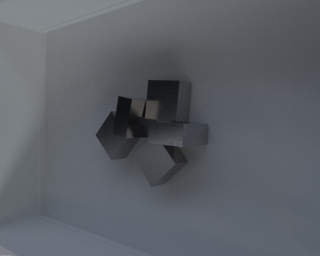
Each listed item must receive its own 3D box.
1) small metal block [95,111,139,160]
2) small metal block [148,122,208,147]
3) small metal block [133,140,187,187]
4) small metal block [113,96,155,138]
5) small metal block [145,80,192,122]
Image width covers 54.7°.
[{"bbox_3d":[-0.062,0.011,0.453,0.050,0.025,0.050,-52,60,27],"label":"small metal block"},{"bbox_3d":[0.022,0.007,0.368,0.050,0.050,0.025,4,93,39],"label":"small metal block"},{"bbox_3d":[-0.001,0.040,0.403,0.050,0.025,0.050,-48,62,29],"label":"small metal block"},{"bbox_3d":[-0.032,-0.014,0.412,0.025,0.050,0.050,16,100,38],"label":"small metal block"},{"bbox_3d":[0.010,-0.035,0.394,0.050,0.025,0.050,8,95,39],"label":"small metal block"}]
